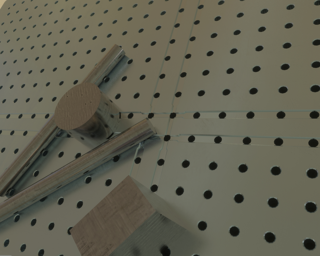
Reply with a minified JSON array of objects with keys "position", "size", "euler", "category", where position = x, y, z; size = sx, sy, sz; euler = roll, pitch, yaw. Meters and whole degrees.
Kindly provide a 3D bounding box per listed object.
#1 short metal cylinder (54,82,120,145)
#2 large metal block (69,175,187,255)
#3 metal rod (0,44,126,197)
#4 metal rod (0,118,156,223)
[{"position":[-0.108,-0.021,0.462],"size":[0.080,0.050,0.080],"euler":[-13,56,21],"category":"short metal cylinder"},{"position":[-0.030,0.107,0.323],"size":[0.080,0.080,0.050],"euler":[-43,51,-2],"category":"large metal block"},{"position":[-0.160,-0.017,0.502],"size":[0.025,0.025,0.300],"euler":[31,79,38],"category":"metal rod"},{"position":[-0.141,0.071,0.438],"size":[0.300,0.025,0.025],"euler":[-30,52,9],"category":"metal rod"}]
